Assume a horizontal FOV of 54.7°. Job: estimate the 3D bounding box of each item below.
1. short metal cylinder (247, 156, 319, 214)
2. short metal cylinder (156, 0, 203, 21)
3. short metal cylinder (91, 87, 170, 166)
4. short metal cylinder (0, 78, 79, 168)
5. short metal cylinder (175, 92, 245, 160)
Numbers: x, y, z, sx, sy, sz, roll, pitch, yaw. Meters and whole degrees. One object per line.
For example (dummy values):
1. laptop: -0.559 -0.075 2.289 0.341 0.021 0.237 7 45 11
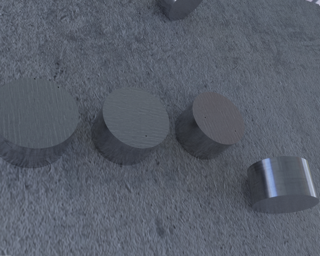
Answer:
1. short metal cylinder: 0.159 0.077 0.407 0.081 0.080 0.050 13 56 -21
2. short metal cylinder: 0.033 -0.231 0.527 0.081 0.080 0.050 -28 78 -37
3. short metal cylinder: -0.036 -0.002 0.369 0.081 0.050 0.080 14 56 -21
4. short metal cylinder: -0.130 -0.005 0.320 0.081 0.050 0.080 14 56 -21
5. short metal cylinder: 0.067 -0.003 0.425 0.081 0.050 0.080 14 56 -21
